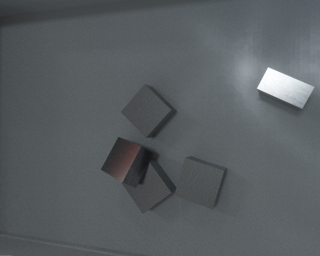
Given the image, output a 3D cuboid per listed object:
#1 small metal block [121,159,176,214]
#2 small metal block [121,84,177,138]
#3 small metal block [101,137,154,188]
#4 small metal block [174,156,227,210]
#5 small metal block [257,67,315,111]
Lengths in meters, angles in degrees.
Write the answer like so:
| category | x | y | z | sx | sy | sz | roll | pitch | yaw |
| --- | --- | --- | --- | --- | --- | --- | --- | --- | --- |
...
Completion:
| category | x | y | z | sx | sy | sz | roll | pitch | yaw |
| --- | --- | --- | --- | --- | --- | --- | --- | --- | --- |
| small metal block | -0.014 | 0.078 | 0.415 | 0.050 | 0.025 | 0.050 | -40 | 78 | 15 |
| small metal block | -0.015 | -0.022 | 0.416 | 0.050 | 0.025 | 0.050 | 45 | 104 | 14 |
| small metal block | -0.044 | 0.044 | 0.408 | 0.050 | 0.025 | 0.050 | 18 | 78 | 46 |
| small metal block | 0.052 | 0.068 | 0.392 | 0.050 | 0.025 | 0.050 | 17 | 96 | 19 |
| small metal block | 0.140 | -0.042 | 0.348 | 0.050 | 0.050 | 0.025 | 29 | 100 | 17 |
